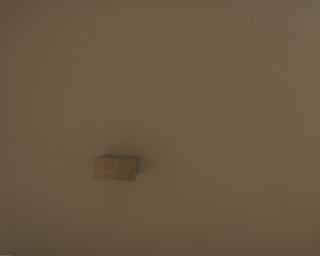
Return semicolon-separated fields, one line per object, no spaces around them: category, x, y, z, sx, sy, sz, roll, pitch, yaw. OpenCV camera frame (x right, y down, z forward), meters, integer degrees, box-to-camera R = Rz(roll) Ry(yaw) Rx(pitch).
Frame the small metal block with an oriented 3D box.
small metal block;-0.055;0.050;0.398;0.050;0.050;0.025;3;90;-1
